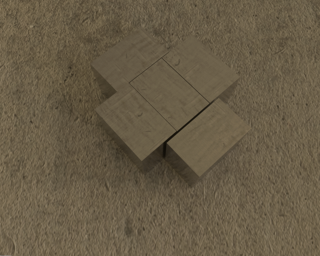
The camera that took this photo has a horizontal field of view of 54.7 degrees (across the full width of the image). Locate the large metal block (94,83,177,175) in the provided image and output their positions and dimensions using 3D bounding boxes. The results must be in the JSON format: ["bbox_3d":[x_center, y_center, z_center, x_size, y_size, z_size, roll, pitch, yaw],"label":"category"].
[{"bbox_3d":[-0.028,0.005,0.379,0.050,0.080,0.080,-41,75,-13],"label":"large metal block"}]

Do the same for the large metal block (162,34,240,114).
[{"bbox_3d":[0.048,-0.058,0.403,0.050,0.080,0.080,-41,75,-13],"label":"large metal block"}]

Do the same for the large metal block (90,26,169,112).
[{"bbox_3d":[-0.036,-0.070,0.406,0.080,0.080,0.050,-40,75,-13],"label":"large metal block"}]

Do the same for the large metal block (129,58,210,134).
[{"bbox_3d":[0.010,-0.027,0.390,0.050,0.080,0.080,-41,75,-13],"label":"large metal block"}]

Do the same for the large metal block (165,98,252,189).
[{"bbox_3d":[0.054,0.022,0.373,0.080,0.080,0.050,-40,75,-13],"label":"large metal block"}]
